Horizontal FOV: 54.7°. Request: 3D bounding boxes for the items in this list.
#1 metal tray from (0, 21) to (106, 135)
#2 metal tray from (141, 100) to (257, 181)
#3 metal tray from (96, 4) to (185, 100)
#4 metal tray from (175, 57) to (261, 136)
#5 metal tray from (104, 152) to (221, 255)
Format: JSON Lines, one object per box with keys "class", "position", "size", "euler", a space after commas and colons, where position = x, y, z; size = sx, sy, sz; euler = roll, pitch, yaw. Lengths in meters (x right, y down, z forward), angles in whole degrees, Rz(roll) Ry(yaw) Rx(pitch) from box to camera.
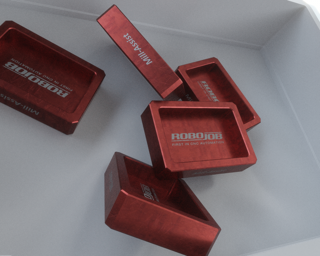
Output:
{"class": "metal tray", "position": [-0.141, -0.060, 0.363], "size": [0.131, 0.030, 0.090], "euler": [28, 52, -11]}
{"class": "metal tray", "position": [0.049, 0.012, 0.385], "size": [0.131, 0.030, 0.090], "euler": [-1, 63, -28]}
{"class": "metal tray", "position": [-0.021, -0.091, 0.410], "size": [0.030, 0.090, 0.130], "euler": [-40, 83, 3]}
{"class": "metal tray", "position": [0.085, -0.043, 0.476], "size": [0.091, 0.030, 0.130], "euler": [-22, 74, -36]}
{"class": "metal tray", "position": [-0.006, 0.068, 0.302], "size": [0.090, 0.130, 0.030], "euler": [25, 94, -13]}
